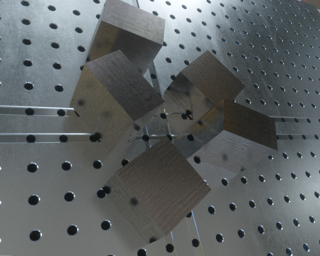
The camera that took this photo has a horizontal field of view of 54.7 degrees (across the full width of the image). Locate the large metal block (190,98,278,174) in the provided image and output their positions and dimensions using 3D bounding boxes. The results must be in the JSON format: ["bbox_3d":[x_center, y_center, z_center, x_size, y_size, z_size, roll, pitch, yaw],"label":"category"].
[{"bbox_3d":[0.097,0.014,0.419,0.080,0.080,0.050,20,54,-17],"label":"large metal block"}]

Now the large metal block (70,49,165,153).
[{"bbox_3d":[-0.053,-0.030,0.364,0.080,0.080,0.050,50,51,6],"label":"large metal block"}]

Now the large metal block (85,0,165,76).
[{"bbox_3d":[-0.048,-0.117,0.420,0.081,0.080,0.050,17,55,-19],"label":"large metal block"}]

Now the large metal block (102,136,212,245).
[{"bbox_3d":[-0.004,0.069,0.350,0.081,0.050,0.080,-34,81,-38],"label":"large metal block"}]

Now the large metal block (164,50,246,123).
[{"bbox_3d":[0.069,-0.059,0.467,0.080,0.050,0.080,45,51,2],"label":"large metal block"}]
